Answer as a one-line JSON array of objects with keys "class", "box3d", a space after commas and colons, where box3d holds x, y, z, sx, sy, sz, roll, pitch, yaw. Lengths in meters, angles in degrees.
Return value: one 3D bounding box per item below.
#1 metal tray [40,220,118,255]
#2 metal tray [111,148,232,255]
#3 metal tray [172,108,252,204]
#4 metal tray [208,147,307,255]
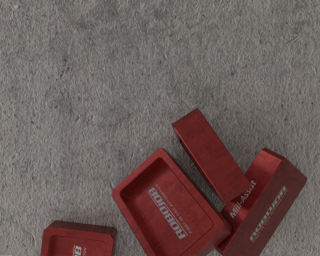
[{"class": "metal tray", "box3d": [-0.110, 0.194, 0.406, 0.091, 0.030, 0.129, 7, 90, 0]}, {"class": "metal tray", "box3d": [0.009, 0.098, 0.369, 0.090, 0.030, 0.130, -42, 53, 2]}, {"class": "metal tray", "box3d": [0.053, 0.032, 0.352, 0.030, 0.130, 0.090, -34, 82, 0]}, {"class": "metal tray", "box3d": [0.122, 0.098, 0.381, 0.090, 0.030, 0.130, 33, 90, -43]}]
